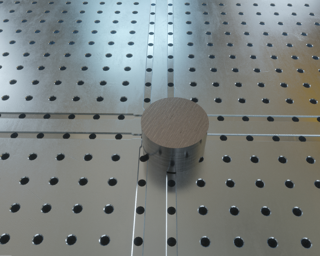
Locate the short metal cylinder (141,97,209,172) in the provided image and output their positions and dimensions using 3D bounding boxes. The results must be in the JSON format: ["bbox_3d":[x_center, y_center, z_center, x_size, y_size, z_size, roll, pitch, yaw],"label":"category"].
[{"bbox_3d":[0.018,0.008,0.385,0.080,0.050,0.080,0,50,0],"label":"short metal cylinder"}]
